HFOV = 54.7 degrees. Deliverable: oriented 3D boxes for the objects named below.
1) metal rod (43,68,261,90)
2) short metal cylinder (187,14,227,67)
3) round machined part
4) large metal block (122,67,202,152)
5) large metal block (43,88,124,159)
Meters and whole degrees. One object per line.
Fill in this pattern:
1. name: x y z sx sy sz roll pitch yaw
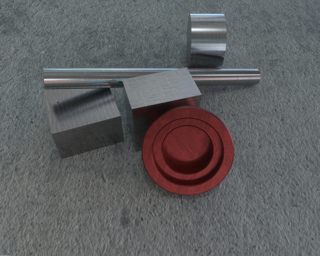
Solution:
1. metal rod: 0.005 -0.068 0.417 0.303 0.025 0.025 -4 49 -21
2. short metal cylinder: 0.070 -0.136 0.483 0.050 0.080 0.080 0 50 0
3. round machined part: 0.031 0.022 0.350 0.099 0.097 0.042 3 11 2
4. large metal block: 0.001 -0.022 0.386 0.081 0.080 0.050 -13 51 -11
5. large metal block: -0.098 -0.016 0.400 0.081 0.050 0.080 -16 52 -13
